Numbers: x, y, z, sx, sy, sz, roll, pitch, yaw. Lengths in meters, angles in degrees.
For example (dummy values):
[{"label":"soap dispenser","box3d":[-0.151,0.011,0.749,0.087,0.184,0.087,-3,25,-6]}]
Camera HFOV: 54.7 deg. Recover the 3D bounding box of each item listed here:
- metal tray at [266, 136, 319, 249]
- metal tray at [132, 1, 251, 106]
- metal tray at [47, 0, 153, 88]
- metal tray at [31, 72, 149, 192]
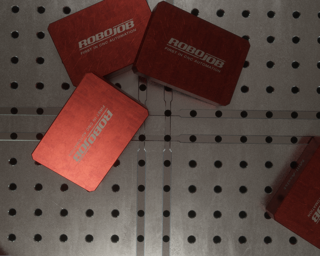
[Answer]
[{"label":"metal tray","box3d":[0.217,0.086,0.414,0.090,0.030,0.130,33,90,-1]},{"label":"metal tray","box3d":[0.040,-0.091,0.395,0.131,0.030,0.090,19,90,-15]},{"label":"metal tray","box3d":[-0.068,-0.117,0.410,0.131,0.030,0.090,-24,90,-1]},{"label":"metal tray","box3d":[-0.087,0.005,0.393,0.090,0.030,0.130,34,96,-13]}]
